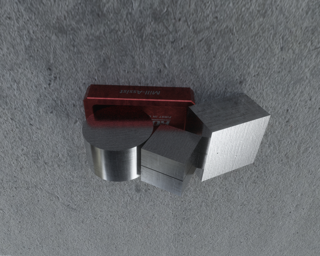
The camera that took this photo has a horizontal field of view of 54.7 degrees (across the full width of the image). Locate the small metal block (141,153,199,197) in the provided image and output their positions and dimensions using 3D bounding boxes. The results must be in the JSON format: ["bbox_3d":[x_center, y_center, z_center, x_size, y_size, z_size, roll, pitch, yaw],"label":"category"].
[{"bbox_3d":[0.012,0.045,0.361,0.050,0.050,0.025,19,131,18],"label":"small metal block"}]

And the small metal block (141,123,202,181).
[{"bbox_3d":[0.013,0.025,0.345,0.050,0.050,0.025,19,131,18],"label":"small metal block"}]

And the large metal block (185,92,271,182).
[{"bbox_3d":[0.078,0.010,0.383,0.081,0.050,0.079,-15,134,-22],"label":"large metal block"}]

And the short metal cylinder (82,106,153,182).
[{"bbox_3d":[-0.048,0.017,0.370,0.081,0.080,0.050,1,130,-1],"label":"short metal cylinder"}]

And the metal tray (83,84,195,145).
[{"bbox_3d":[-0.025,-0.009,0.397,0.131,0.030,0.089,2,130,-2],"label":"metal tray"}]
